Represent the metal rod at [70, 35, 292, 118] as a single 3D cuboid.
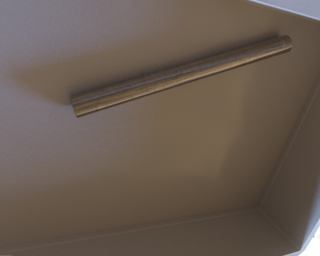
[{"bbox_3d":[0.040,-0.070,0.388,0.302,0.025,0.025,-19,126,-18],"label":"metal rod"}]
